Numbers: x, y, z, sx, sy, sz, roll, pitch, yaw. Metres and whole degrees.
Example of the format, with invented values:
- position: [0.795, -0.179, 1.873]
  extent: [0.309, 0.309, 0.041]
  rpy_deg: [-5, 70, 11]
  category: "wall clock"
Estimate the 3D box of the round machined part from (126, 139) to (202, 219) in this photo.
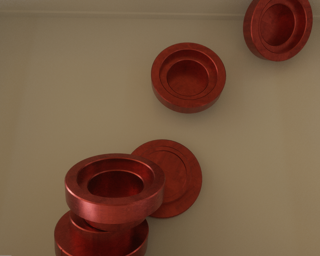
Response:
- position: [0.003, 0.060, 0.379]
  extent: [0.099, 0.042, 0.098]
  rpy_deg: [0, 70, -1]
  category: "round machined part"

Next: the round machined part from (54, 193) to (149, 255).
- position: [-0.061, 0.105, 0.330]
  extent: [0.099, 0.098, 0.042]
  rpy_deg: [6, 111, 2]
  category: "round machined part"

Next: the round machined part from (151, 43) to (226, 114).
- position: [0.037, -0.064, 0.425]
  extent: [0.099, 0.042, 0.098]
  rpy_deg: [0, 70, -1]
  category: "round machined part"

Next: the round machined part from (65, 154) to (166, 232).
- position: [-0.045, 0.067, 0.316]
  extent: [0.099, 0.098, 0.042]
  rpy_deg: [4, 112, 1]
  category: "round machined part"

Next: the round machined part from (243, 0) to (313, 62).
- position: [0.161, -0.145, 0.439]
  extent: [0.099, 0.042, 0.097]
  rpy_deg: [-5, 108, -16]
  category: "round machined part"
